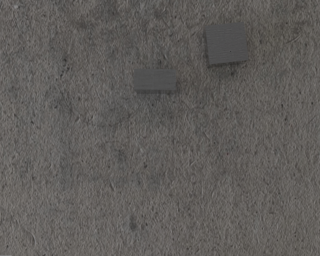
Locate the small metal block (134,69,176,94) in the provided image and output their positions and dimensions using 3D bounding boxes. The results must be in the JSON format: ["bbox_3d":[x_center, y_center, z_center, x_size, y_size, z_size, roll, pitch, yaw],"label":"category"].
[{"bbox_3d":[-0.006,-0.059,0.397,0.050,0.050,0.025,1,90,0],"label":"small metal block"}]

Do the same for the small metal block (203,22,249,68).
[{"bbox_3d":[0.086,-0.109,0.410,0.050,0.025,0.050,-7,90,0],"label":"small metal block"}]
